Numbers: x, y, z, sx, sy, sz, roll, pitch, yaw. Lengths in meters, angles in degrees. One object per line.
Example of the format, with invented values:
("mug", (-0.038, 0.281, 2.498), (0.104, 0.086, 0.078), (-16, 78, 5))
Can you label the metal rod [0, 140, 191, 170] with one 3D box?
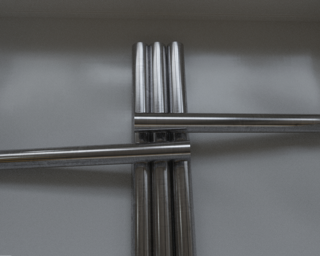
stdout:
("metal rod", (-0.114, 0.035, 0.377), (0.302, 0.025, 0.025), (-3, 70, 5))

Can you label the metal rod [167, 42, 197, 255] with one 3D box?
("metal rod", (0.026, 0.022, 0.401), (0.025, 0.025, 0.299), (-1, 70, -1))

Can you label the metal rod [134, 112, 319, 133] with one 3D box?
("metal rod", (0.119, -0.006, 0.394), (0.302, 0.025, 0.025), (0, 70, -7))

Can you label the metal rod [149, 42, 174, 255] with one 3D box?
("metal rod", (0.000, 0.022, 0.400), (0.025, 0.025, 0.299), (-1, 70, -1))

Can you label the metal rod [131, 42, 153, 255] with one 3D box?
("metal rod", (-0.024, 0.023, 0.400), (0.025, 0.025, 0.299), (-1, 70, -1))
